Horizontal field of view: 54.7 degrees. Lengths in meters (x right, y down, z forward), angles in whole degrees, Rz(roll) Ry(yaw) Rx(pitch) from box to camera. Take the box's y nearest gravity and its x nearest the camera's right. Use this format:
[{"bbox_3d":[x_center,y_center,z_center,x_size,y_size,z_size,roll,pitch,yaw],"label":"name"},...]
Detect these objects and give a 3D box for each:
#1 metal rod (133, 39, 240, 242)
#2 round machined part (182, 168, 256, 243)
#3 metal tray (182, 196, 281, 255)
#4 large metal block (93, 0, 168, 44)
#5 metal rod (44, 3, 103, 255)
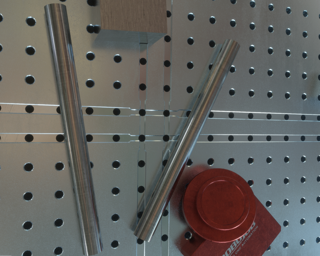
[{"bbox_3d":[0.041,0.010,0.428,0.025,0.025,0.299,29,80,-18],"label":"metal rod"},{"bbox_3d":[0.080,0.102,0.414,0.099,0.042,0.098,0,70,-1],"label":"round machined part"},{"bbox_3d":[0.106,0.163,0.451,0.130,0.030,0.090,-45,104,-15],"label":"metal tray"},{"bbox_3d":[-0.039,-0.153,0.385,0.081,0.050,0.079,-3,91,-20],"label":"large metal block"},{"bbox_3d":[-0.103,0.004,0.374,0.025,0.025,0.298,-9,93,-20],"label":"metal rod"}]
